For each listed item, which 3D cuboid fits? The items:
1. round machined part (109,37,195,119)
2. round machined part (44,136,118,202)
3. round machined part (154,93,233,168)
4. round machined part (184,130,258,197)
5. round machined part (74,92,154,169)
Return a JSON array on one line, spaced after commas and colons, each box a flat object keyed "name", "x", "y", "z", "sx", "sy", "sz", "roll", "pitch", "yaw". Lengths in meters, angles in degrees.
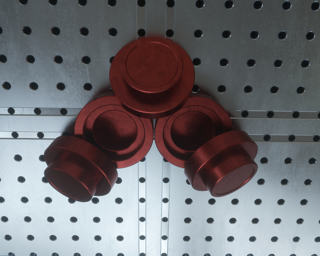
[{"name": "round machined part", "x": -0.009, "y": -0.063, "z": 0.354, "sx": 0.099, "sy": 0.042, "sz": 0.098, "roll": 0, "pitch": 72, "yaw": -1}, {"name": "round machined part", "x": -0.108, "y": 0.059, "z": 0.400, "sx": 0.098, "sy": 0.042, "sz": 0.097, "roll": 16, "pitch": 139, "yaw": 15}, {"name": "round machined part", "x": 0.042, "y": 0.001, "z": 0.405, "sx": 0.099, "sy": 0.042, "sz": 0.097, "roll": 0, "pitch": 110, "yaw": -1}, {"name": "round machined part", "x": 0.084, "y": 0.052, "z": 0.396, "sx": 0.099, "sy": 0.042, "sz": 0.097, "roll": -20, "pitch": 143, "yaw": -16}, {"name": "round machined part", "x": -0.057, "y": 0.000, "z": 0.403, "sx": 0.099, "sy": 0.042, "sz": 0.097, "roll": 0, "pitch": 110, "yaw": -1}]
